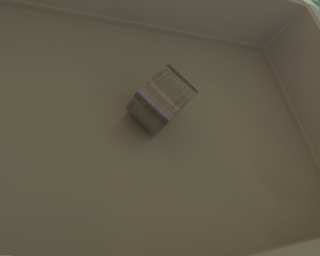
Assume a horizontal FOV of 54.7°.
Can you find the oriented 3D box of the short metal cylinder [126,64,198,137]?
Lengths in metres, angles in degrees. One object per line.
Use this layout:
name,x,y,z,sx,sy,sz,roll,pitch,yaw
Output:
short metal cylinder,0.003,-0.035,0.395,0.050,0.080,0.080,44,51,1
